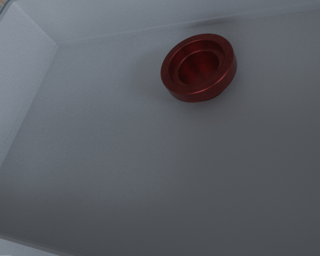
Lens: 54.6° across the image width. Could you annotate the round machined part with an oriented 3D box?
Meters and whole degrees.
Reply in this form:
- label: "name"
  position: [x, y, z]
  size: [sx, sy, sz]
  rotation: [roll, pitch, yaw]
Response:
- label: "round machined part"
  position: [0.054, -0.074, 0.413]
  size: [0.098, 0.042, 0.098]
  rotation: [-13, 56, 21]
